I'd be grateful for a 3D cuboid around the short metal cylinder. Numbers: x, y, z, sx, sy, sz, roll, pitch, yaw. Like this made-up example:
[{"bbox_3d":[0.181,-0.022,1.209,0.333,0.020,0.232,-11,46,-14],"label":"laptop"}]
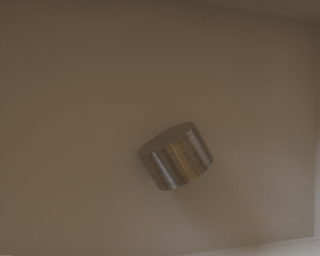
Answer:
[{"bbox_3d":[0.019,0.034,0.388,0.080,0.080,0.050,-33,101,-17],"label":"short metal cylinder"}]
